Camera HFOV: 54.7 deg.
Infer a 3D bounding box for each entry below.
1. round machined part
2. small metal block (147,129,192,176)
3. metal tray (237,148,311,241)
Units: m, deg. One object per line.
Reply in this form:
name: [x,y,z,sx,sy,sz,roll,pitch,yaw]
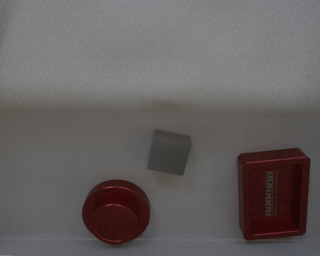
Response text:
round machined part: [-0.064,0.128,0.449,0.099,0.042,0.097,0,110,-1]
small metal block: [0.012,0.034,0.424,0.050,0.025,0.050,11,110,-5]
metal tray: [0.162,0.097,0.446,0.091,0.030,0.129,-6,110,1]
